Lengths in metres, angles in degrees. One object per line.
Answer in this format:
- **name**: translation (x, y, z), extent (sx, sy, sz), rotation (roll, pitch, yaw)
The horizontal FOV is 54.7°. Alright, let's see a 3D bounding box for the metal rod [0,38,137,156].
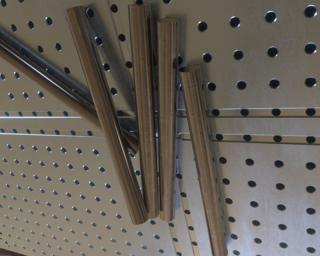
- **metal rod**: translation (-0.151, -0.057, 0.453), extent (0.301, 0.025, 0.025), rotation (36, 129, 4)

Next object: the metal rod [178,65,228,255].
- **metal rod**: translation (0.063, 0.063, 0.416), extent (0.025, 0.025, 0.298), rotation (1, 119, 27)

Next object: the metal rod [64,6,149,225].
- **metal rod**: translation (-0.066, -0.005, 0.413), extent (0.025, 0.025, 0.298), rotation (-6, 107, 30)

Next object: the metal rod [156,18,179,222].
- **metal rod**: translation (0.010, 0.011, 0.411), extent (0.025, 0.025, 0.298), rotation (13, 124, 21)

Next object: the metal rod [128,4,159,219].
- **metal rod**: translation (-0.018, -0.002, 0.406), extent (0.025, 0.025, 0.298), rotation (10, 119, 22)
